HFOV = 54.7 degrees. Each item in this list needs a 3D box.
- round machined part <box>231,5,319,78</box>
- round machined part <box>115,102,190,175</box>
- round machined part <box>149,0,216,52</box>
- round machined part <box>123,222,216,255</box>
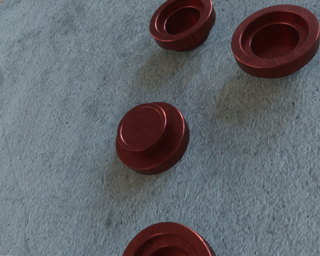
[{"bbox_3d":[0.141,-0.100,0.380,0.098,0.042,0.098,-13,56,21],"label":"round machined part"},{"bbox_3d":[-0.015,0.007,0.397,0.098,0.042,0.098,-13,56,21],"label":"round machined part"},{"bbox_3d":[0.037,-0.155,0.469,0.098,0.042,0.098,-13,56,21],"label":"round machined part"},{"bbox_3d":[0.011,0.145,0.298,0.098,0.042,0.098,-13,56,21],"label":"round machined part"}]
